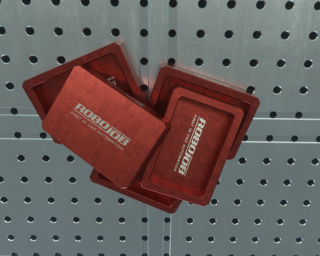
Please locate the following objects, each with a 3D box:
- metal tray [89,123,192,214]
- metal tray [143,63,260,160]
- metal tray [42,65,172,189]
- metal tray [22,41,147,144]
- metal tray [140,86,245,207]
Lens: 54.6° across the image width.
[{"bbox_3d":[-0.019,0.055,0.431,0.131,0.030,0.090,25,108,-9],"label":"metal tray"},{"bbox_3d":[0.049,-0.020,0.402,0.131,0.030,0.089,18,109,-6],"label":"metal tray"},{"bbox_3d":[-0.064,-0.003,0.366,0.130,0.030,0.090,34,100,11],"label":"metal tray"},{"bbox_3d":[-0.092,-0.044,0.394,0.130,0.030,0.090,-21,109,8],"label":"metal tray"},{"bbox_3d":[0.037,0.022,0.386,0.090,0.030,0.129,19,97,-7],"label":"metal tray"}]
